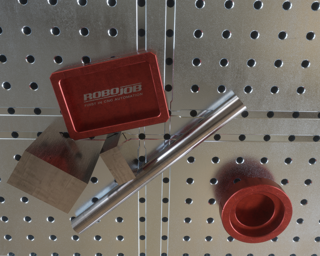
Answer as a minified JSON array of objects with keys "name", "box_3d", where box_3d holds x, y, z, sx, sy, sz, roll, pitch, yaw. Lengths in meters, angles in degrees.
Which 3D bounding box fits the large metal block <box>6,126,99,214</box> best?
[{"name":"large metal block","box_3d":[-0.133,0.051,0.401,0.080,0.080,0.050,32,107,-11]}]

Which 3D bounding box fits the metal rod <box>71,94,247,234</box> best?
[{"name":"metal rod","box_3d":[-0.009,0.057,0.434,0.300,0.025,0.025,-39,106,12]}]

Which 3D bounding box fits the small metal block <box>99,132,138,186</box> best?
[{"name":"small metal block","box_3d":[-0.053,0.040,0.414,0.025,0.050,0.050,-25,108,9]}]

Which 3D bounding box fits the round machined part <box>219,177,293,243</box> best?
[{"name":"round machined part","box_3d":[0.134,0.114,0.448,0.099,0.042,0.097,0,110,-1]}]

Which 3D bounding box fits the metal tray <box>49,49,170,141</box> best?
[{"name":"metal tray","box_3d":[-0.060,-0.041,0.394,0.131,0.030,0.089,-12,110,3]}]
